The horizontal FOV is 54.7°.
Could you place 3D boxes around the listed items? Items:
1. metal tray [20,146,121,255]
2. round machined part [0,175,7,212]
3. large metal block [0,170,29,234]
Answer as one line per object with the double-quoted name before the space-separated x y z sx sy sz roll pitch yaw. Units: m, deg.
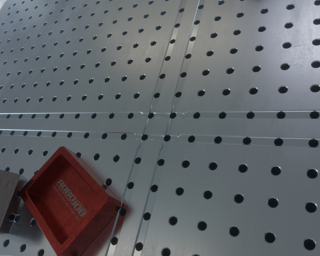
"metal tray" -0.123 0.093 0.412 0.090 0.030 0.130 -49 52 -7
"round machined part" -0.293 0.111 0.484 0.098 0.042 0.098 -13 56 21
"large metal block" -0.244 0.098 0.432 0.080 0.050 0.080 15 70 -6
